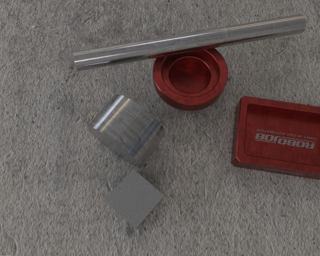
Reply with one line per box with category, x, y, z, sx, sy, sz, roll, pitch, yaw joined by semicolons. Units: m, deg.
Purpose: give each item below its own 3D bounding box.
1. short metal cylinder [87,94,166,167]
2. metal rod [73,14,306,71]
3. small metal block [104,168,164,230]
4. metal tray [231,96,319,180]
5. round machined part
short metal cylinder;-0.041;0.004;0.377;0.080;0.080;0.050;34;74;11
metal rod;0.041;-0.112;0.404;0.302;0.025;0.025;-11;71;-4
small metal block;-0.030;0.086;0.376;0.050;0.025;0.050;39;74;13
metal tray;0.163;0.013;0.401;0.131;0.030;0.090;9;70;3
round machined part;0.040;-0.068;0.424;0.099;0.042;0.098;0;70;0
